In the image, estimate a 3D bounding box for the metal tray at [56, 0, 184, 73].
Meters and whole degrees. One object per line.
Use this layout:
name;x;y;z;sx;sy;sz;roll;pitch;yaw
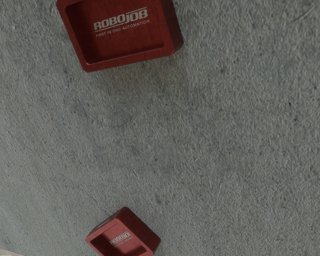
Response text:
metal tray;-0.047;-0.119;0.354;0.130;0.030;0.090;-5;116;30

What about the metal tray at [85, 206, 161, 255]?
metal tray;-0.071;0.206;0.568;0.090;0.030;0.129;45;129;-4
